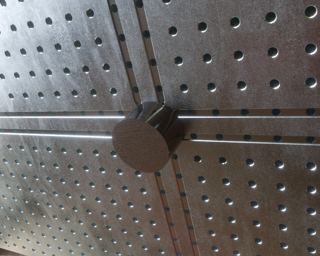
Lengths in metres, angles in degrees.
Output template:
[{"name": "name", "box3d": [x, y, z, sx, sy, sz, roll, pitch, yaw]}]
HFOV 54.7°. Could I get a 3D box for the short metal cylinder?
[{"name": "short metal cylinder", "box3d": [-0.016, 0.012, 0.408, 0.080, 0.050, 0.079, 13, 124, 20]}]
